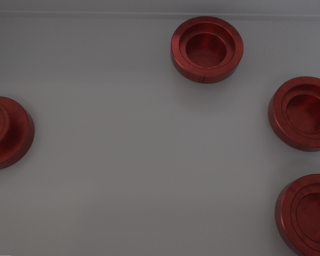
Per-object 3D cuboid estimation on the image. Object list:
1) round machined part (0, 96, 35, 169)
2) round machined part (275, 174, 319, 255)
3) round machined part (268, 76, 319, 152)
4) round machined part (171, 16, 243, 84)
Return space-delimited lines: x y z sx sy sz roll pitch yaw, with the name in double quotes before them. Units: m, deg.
"round machined part" -0.219 0.003 0.398 0.099 0.042 0.098 0 70 0
"round machined part" 0.183 0.106 0.363 0.099 0.042 0.098 0 70 0
"round machined part" 0.191 -0.015 0.407 0.099 0.042 0.098 0 70 0
"round machined part" 0.064 -0.105 0.439 0.099 0.042 0.098 0 70 0
